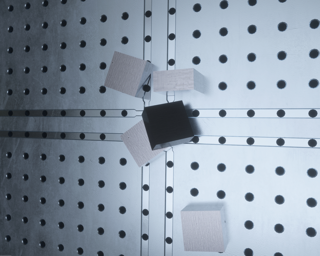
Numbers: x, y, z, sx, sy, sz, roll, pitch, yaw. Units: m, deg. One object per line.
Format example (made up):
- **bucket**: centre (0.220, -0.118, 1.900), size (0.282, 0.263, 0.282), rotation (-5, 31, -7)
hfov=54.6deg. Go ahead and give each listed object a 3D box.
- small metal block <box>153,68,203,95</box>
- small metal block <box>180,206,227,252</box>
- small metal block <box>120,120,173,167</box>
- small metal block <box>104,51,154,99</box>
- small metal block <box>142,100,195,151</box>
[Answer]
- **small metal block**: centre (0.024, -0.057, 0.391), size (0.050, 0.050, 0.025), rotation (-1, 90, 20)
- **small metal block**: centre (0.056, 0.127, 0.393), size (0.050, 0.025, 0.050), rotation (-7, 88, 20)
- **small metal block**: centre (-0.017, 0.017, 0.419), size (0.050, 0.025, 0.050), rotation (-36, 79, 16)
- **small metal block**: centre (-0.043, -0.073, 0.428), size (0.050, 0.025, 0.050), rotation (21, 97, 18)
- **small metal block**: centre (0.009, -0.003, 0.392), size (0.050, 0.025, 0.050), rotation (-12, 73, -17)
